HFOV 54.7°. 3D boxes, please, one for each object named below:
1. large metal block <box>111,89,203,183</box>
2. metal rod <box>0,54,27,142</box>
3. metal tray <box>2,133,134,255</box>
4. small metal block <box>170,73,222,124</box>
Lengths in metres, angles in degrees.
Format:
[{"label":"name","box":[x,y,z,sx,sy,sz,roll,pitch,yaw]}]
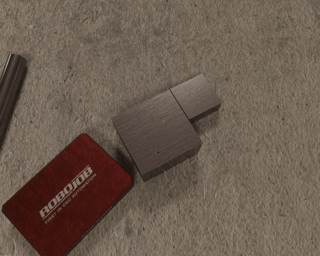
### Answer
[{"label":"large metal block","box":[-0.004,0.011,0.391,0.080,0.050,0.080,-27,73,-10]},{"label":"metal rod","box":[-0.224,0.040,0.390,0.025,0.025,0.299,8,70,2]},{"label":"metal tray","box":[-0.107,0.081,0.374,0.090,0.030,0.130,41,75,13]},{"label":"small metal block","box":[0.048,-0.039,0.423,0.050,0.025,0.050,-27,73,-10]}]
